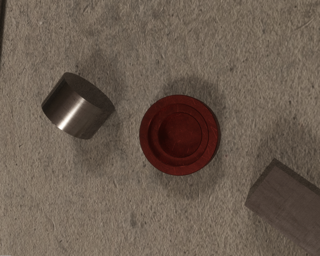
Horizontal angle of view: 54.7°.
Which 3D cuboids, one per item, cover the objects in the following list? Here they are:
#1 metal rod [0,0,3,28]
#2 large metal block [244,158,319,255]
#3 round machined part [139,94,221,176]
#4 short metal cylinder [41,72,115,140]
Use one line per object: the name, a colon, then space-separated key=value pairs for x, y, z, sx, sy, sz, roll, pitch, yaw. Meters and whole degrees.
metal rod: x=-0.277 y=-0.139 z=0.504 sx=0.025 sy=0.025 sz=0.298 roll=8 pitch=93 yaw=19
large metal block: x=0.142 y=0.079 z=0.330 sx=0.080 sy=0.080 sz=0.050 roll=37 pitch=102 yaw=16
round machined part: x=0.027 y=0.008 z=0.390 sx=0.098 sy=0.042 sz=0.097 roll=0 pitch=90 yaw=19
short metal cylinder: x=-0.109 y=-0.030 z=0.417 sx=0.080 sy=0.080 sz=0.050 roll=44 pitch=104 yaw=14
